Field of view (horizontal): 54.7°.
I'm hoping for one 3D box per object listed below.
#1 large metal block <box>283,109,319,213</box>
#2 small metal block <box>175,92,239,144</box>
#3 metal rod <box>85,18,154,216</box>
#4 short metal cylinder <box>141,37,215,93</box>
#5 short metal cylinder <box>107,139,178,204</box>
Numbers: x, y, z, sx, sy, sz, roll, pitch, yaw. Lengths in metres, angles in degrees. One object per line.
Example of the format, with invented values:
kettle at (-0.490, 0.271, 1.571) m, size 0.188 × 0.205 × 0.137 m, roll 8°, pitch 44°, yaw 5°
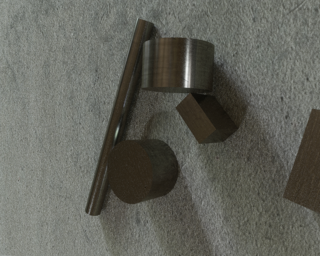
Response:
large metal block at (0.161, 0.034, 0.255) m, size 0.080 × 0.050 × 0.079 m, roll 22°, pitch 104°, yaw 37°
small metal block at (0.053, -0.011, 0.344) m, size 0.025 × 0.050 × 0.050 m, roll -46°, pitch 63°, yaw 30°
metal rod at (-0.063, -0.006, 0.454) m, size 0.025 × 0.025 × 0.298 m, roll 28°, pitch 107°, yaw 36°
short metal cylinder at (0.020, -0.067, 0.351) m, size 0.080 × 0.081 × 0.050 m, roll 4°, pitch 93°, yaw 39°
short metal cylinder at (-0.023, 0.055, 0.406) m, size 0.080 × 0.050 × 0.079 m, roll 0°, pitch 90°, yaw 39°
